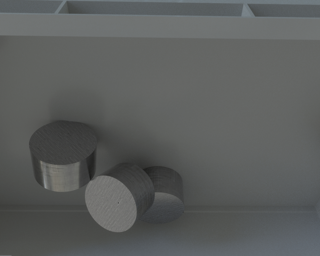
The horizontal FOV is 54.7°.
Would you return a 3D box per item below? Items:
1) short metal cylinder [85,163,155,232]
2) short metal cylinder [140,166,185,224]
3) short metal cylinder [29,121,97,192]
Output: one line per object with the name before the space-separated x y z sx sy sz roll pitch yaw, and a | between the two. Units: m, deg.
short metal cylinder | -0.054 0.093 0.425 0.080 0.050 0.079 7 107 24
short metal cylinder | -0.004 0.105 0.482 0.081 0.050 0.079 0 130 0
short metal cylinder | -0.123 0.035 0.402 0.081 0.080 0.050 7 130 -6
